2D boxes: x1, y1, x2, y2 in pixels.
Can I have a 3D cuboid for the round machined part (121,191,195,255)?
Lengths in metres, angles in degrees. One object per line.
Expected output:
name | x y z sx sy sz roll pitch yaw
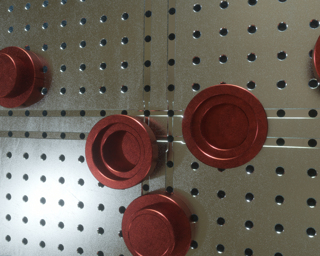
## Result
round machined part | -0.007 0.135 0.406 0.098 0.042 0.097 0 90 20

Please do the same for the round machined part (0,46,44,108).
round machined part | -0.237 -0.080 0.488 0.098 0.042 0.097 0 90 20

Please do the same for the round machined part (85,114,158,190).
round machined part | -0.048 0.031 0.421 0.098 0.042 0.097 0 90 20

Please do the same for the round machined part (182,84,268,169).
round machined part | 0.079 -0.002 0.376 0.098 0.042 0.097 0 90 20

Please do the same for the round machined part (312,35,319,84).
round machined part | 0.215 -0.075 0.328 0.098 0.042 0.097 0 90 20
